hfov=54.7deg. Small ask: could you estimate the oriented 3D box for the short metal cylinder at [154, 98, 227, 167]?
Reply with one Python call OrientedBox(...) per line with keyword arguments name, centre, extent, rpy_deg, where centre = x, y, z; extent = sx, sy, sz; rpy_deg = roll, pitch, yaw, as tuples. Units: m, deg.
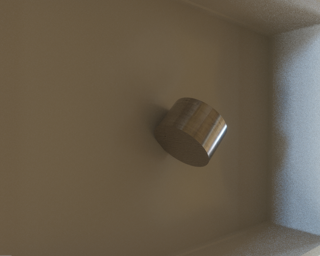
OrientedBox(name="short metal cylinder", centre=(0.040, 0.006, 0.407), extent=(0.080, 0.080, 0.050), rpy_deg=(52, 60, -28))
